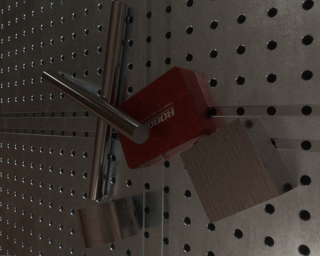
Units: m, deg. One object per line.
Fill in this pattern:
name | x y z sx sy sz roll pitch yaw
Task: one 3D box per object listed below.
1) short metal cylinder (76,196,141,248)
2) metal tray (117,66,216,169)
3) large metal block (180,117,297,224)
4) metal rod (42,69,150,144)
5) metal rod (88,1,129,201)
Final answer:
short metal cylinder | -0.071 0.129 0.430 0.080 0.081 0.050 -23 76 37
metal tray | -0.001 -0.009 0.405 0.130 0.030 0.090 -30 72 35
large metal block | 0.080 0.044 0.326 0.080 0.050 0.080 -36 68 34
metal rod | -0.114 -0.045 0.472 0.300 0.025 0.025 29 109 45
metal rod | -0.080 -0.036 0.472 0.025 0.025 0.298 14 99 39
